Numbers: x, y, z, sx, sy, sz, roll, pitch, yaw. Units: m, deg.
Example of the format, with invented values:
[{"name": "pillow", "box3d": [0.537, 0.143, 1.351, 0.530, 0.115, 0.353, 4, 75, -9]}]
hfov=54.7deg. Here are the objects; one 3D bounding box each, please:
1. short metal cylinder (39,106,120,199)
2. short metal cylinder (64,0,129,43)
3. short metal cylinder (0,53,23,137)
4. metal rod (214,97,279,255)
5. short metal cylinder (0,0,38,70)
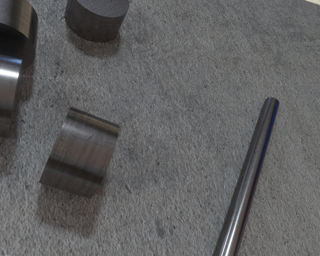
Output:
[{"name": "short metal cylinder", "box3d": [-0.080, 0.025, 0.310, 0.050, 0.080, 0.080, 23, 53, -15]}, {"name": "short metal cylinder", "box3d": [-0.091, -0.170, 0.443, 0.081, 0.050, 0.080, 14, 56, -21]}, {"name": "short metal cylinder", "box3d": [-0.167, -0.035, 0.300, 0.050, 0.080, 0.080, 10, 58, -23]}, {"name": "metal rod", "box3d": [0.131, 0.057, 0.439, 0.025, 0.025, 0.301, 36, 51, -5]}, {"name": "short metal cylinder", "box3d": [-0.177, -0.105, 0.337, 0.081, 0.080, 0.050, 6, 59, -25]}]
